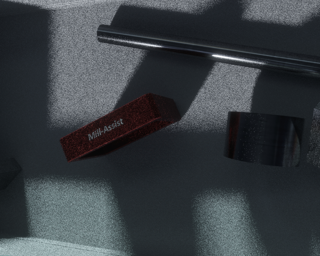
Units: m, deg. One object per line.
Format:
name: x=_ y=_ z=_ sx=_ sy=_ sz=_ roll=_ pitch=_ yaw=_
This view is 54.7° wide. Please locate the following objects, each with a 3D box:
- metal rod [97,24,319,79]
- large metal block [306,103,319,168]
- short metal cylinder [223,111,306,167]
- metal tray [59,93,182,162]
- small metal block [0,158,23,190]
metal rod: x=0.056 y=-0.099 z=0.390 sx=0.301 sy=0.025 sz=0.025 roll=14 pitch=95 yaw=19
large metal block: x=0.194 y=0.010 z=0.294 sx=0.050 sy=0.080 sz=0.080 roll=-41 pitch=48 yaw=-21
short metal cylinder: x=0.113 y=0.011 z=0.341 sx=0.080 sy=0.080 sz=0.050 roll=7 pitch=93 yaw=19
metal tray: x=-0.047 y=0.001 z=0.391 sx=0.130 sy=0.090 sz=0.030 roll=-26 pitch=82 yaw=18
small metal block: x=-0.256 y=0.075 z=0.485 sx=0.050 sy=0.050 sz=0.025 roll=-46 pitch=76 yaw=14
